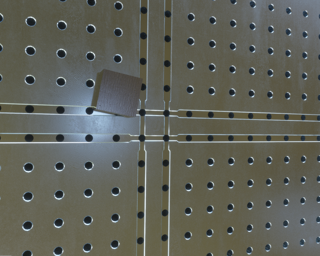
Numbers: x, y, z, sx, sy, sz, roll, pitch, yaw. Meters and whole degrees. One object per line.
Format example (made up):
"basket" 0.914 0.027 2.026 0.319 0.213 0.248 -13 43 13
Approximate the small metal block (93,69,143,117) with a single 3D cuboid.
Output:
"small metal block" -0.054 -0.043 0.394 0.050 0.025 0.050 11 86 -20
